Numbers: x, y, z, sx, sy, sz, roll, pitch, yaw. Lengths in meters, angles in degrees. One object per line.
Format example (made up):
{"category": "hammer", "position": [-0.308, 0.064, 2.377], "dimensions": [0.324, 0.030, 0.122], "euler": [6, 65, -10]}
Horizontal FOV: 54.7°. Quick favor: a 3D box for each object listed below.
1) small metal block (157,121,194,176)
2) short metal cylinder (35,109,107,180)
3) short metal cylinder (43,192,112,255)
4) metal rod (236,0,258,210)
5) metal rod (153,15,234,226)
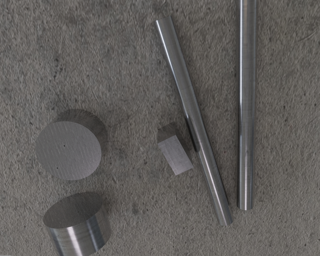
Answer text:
{"category": "small metal block", "position": [0.020, 0.026, 0.406], "dimensions": [0.025, 0.050, 0.050], "euler": [-27, 108, 9]}
{"category": "short metal cylinder", "position": [-0.112, 0.021, 0.403], "dimensions": [0.081, 0.050, 0.079], "euler": [0, 110, 0]}
{"category": "short metal cylinder", "position": [-0.112, 0.133, 0.428], "dimensions": [0.080, 0.080, 0.050], "euler": [-10, 110, 3]}
{"category": "metal rod", "position": [0.111, -0.027, 0.401], "dimensions": [0.025, 0.025, 0.298], "euler": [-5, 110, 1]}
{"category": "metal rod", "position": [0.051, 0.004, 0.411], "dimensions": [0.025, 0.025, 0.298], "euler": [-17, 109, 6]}
